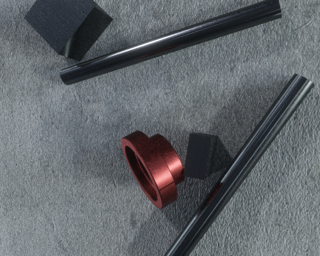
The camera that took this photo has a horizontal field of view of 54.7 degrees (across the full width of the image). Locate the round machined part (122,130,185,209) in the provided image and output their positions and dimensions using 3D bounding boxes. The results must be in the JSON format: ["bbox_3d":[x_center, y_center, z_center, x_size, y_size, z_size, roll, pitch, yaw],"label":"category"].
[{"bbox_3d":[-0.005,0.046,0.382,0.042,0.098,0.098,-28,79,-18],"label":"round machined part"}]

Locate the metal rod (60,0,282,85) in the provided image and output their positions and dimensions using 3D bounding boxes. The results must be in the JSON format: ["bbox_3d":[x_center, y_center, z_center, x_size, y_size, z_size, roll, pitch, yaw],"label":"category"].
[{"bbox_3d":[0.000,-0.108,0.408,0.301,0.025,0.025,-13,86,19],"label":"metal rod"}]

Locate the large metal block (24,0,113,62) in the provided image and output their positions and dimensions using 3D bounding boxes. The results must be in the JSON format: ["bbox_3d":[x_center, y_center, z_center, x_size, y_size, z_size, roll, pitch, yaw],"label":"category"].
[{"bbox_3d":[-0.129,-0.156,0.440,0.080,0.050,0.080,46,104,14],"label":"large metal block"}]

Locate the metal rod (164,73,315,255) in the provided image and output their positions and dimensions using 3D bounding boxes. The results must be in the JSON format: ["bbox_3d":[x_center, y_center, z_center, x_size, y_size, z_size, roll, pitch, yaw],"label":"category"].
[{"bbox_3d":[0.084,0.068,0.379,0.025,0.025,0.299,36,101,16],"label":"metal rod"}]

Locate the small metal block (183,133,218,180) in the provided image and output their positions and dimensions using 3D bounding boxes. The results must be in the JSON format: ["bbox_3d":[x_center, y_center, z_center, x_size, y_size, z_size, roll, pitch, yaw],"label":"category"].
[{"bbox_3d":[0.050,0.033,0.377,0.025,0.050,0.050,10,93,18],"label":"small metal block"}]
